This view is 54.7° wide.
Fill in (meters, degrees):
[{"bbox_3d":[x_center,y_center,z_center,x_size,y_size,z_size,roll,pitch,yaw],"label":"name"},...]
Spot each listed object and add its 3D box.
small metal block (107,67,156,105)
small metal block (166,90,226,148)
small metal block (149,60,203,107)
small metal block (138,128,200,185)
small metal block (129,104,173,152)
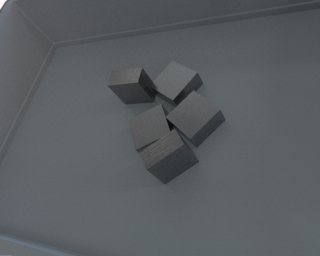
[{"bbox_3d":[-0.038,-0.059,0.446,0.050,0.050,0.025,-2,61,27],"label":"small metal block"},{"bbox_3d":[0.044,-0.012,0.390,0.050,0.025,0.050,-44,51,-3],"label":"small metal block"},{"bbox_3d":[0.023,-0.060,0.431,0.050,0.025,0.050,-49,52,-7],"label":"small metal block"},{"bbox_3d":[0.011,0.035,0.362,0.050,0.050,0.025,-35,51,5],"label":"small metal block"},{"bbox_3d":[-0.009,0.004,0.409,0.050,0.025,0.050,-26,53,12],"label":"small metal block"}]
